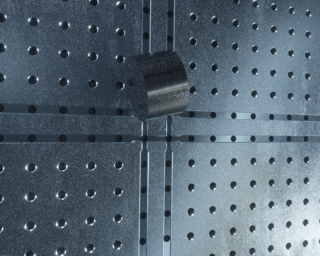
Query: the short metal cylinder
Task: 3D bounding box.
[{"bbox_3d":[-0.006,-0.052,0.381,0.050,0.080,0.080,-14,95,-19],"label":"short metal cylinder"}]
